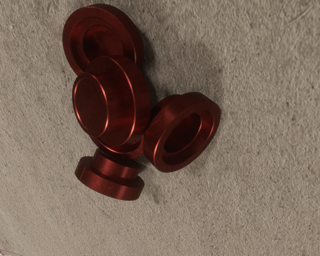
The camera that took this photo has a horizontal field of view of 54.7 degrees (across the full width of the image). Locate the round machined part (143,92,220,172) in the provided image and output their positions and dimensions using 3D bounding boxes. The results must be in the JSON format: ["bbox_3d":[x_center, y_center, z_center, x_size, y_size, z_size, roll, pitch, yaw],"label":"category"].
[{"bbox_3d":[0.020,0.000,0.356,0.042,0.099,0.097,42,135,34],"label":"round machined part"}]

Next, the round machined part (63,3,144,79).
[{"bbox_3d":[-0.062,-0.096,0.367,0.098,0.042,0.097,13,124,20],"label":"round machined part"}]

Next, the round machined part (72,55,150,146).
[{"bbox_3d":[-0.058,-0.027,0.331,0.098,0.042,0.097,17,114,43],"label":"round machined part"}]

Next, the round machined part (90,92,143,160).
[{"bbox_3d":[-0.049,-0.009,0.415,0.098,0.042,0.097,13,124,20],"label":"round machined part"}]

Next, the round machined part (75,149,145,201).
[{"bbox_3d":[-0.066,0.061,0.441,0.098,0.098,0.042,25,94,12],"label":"round machined part"}]
